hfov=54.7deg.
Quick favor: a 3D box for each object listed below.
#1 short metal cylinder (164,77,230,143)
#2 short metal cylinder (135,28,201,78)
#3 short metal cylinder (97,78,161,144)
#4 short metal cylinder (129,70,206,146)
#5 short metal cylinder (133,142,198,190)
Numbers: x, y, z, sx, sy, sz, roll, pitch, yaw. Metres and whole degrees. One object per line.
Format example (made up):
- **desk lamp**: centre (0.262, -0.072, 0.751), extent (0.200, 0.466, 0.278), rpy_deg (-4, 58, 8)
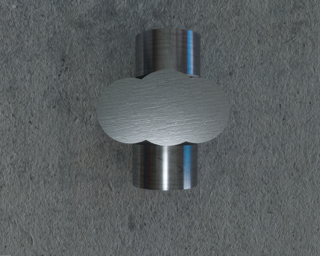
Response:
- **short metal cylinder**: centre (0.044, -0.022, 0.399), extent (0.081, 0.050, 0.079), rpy_deg (0, 90, -1)
- **short metal cylinder**: centre (0.010, -0.086, 0.384), extent (0.081, 0.080, 0.050), rpy_deg (0, 90, -1)
- **short metal cylinder**: centre (-0.036, -0.021, 0.398), extent (0.081, 0.050, 0.079), rpy_deg (0, 90, -1)
- **short metal cylinder**: centre (0.008, -0.021, 0.348), extent (0.081, 0.050, 0.079), rpy_deg (0, 90, -1)
- **short metal cylinder**: centre (0.006, 0.044, 0.384), extent (0.081, 0.080, 0.050), rpy_deg (0, 90, -1)
